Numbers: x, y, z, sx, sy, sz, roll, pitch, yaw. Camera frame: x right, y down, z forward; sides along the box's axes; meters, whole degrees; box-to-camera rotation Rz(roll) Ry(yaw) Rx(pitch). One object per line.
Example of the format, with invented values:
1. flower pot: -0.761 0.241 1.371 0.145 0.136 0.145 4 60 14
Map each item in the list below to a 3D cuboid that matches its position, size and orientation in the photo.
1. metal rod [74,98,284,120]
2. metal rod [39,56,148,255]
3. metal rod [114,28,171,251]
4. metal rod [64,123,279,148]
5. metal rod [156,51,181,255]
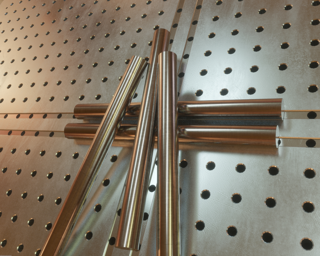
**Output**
1. metal rod: 0.005 -0.023 0.419 0.300 0.025 0.025 1 62 28
2. metal rod: -0.085 0.041 0.402 0.025 0.025 0.299 15 76 34
3. metal rod: -0.015 -0.007 0.388 0.025 0.025 0.299 -6 59 25
4. metal rod: -0.005 0.007 0.406 0.300 0.025 0.025 1 62 28
5. metal rod: 0.009 0.043 0.352 0.025 0.025 0.299 -10 64 22
